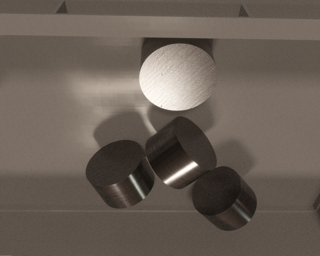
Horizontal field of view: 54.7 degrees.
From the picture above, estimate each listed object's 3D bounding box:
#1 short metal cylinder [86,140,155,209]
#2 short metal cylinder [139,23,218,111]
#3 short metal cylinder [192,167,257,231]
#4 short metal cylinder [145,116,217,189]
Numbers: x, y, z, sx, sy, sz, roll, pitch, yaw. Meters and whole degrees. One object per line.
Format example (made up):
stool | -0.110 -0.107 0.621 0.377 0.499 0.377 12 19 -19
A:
short metal cylinder | -0.054 0.062 0.425 0.080 0.080 0.050 -15 129 11
short metal cylinder | 0.019 -0.066 0.337 0.081 0.050 0.079 0 130 0
short metal cylinder | 0.096 0.106 0.465 0.080 0.080 0.050 -30 124 22
short metal cylinder | 0.028 0.032 0.401 0.080 0.080 0.050 36 121 -27
